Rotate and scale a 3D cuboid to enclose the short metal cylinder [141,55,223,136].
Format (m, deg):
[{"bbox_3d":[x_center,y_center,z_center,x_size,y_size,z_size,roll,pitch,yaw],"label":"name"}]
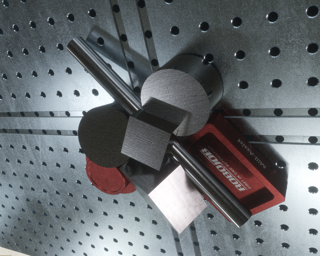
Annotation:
[{"bbox_3d":[0.026,-0.038,0.354,0.080,0.050,0.079,13,124,21],"label":"short metal cylinder"}]

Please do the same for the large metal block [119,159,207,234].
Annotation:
[{"bbox_3d":[0.003,0.077,0.402,0.080,0.050,0.080,26,154,55],"label":"large metal block"}]

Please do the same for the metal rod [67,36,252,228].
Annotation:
[{"bbox_3d":[-0.006,-0.001,0.377,0.300,0.025,0.025,46,130,8],"label":"metal rod"}]

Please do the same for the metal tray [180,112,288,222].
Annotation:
[{"bbox_3d":[0.082,0.054,0.393,0.130,0.030,0.090,45,129,-4],"label":"metal tray"}]

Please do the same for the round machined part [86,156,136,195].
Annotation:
[{"bbox_3d":[-0.073,0.062,0.471,0.098,0.042,0.097,13,124,21],"label":"round machined part"}]

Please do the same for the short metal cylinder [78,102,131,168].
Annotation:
[{"bbox_3d":[-0.060,0.007,0.412,0.080,0.050,0.079,4,103,19],"label":"short metal cylinder"}]

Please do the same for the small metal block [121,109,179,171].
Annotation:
[{"bbox_3d":[-0.012,0.013,0.352,0.050,0.025,0.050,24,119,14],"label":"small metal block"}]
